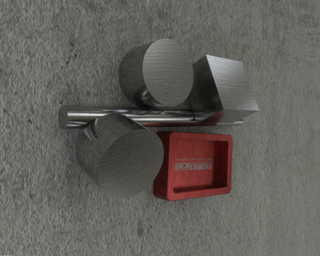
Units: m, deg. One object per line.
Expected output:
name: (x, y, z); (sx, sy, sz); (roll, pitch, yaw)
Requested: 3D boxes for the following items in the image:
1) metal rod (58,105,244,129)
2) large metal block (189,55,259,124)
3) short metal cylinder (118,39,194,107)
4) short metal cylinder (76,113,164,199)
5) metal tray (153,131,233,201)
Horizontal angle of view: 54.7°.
metal rod: (0.015, -0.014, 0.420); (0.302, 0.025, 0.025); (-1, 91, -40)
large metal block: (0.087, -0.053, 0.447); (0.081, 0.050, 0.080); (-1, 70, -40)
short metal cylinder: (-0.004, -0.066, 0.386); (0.081, 0.050, 0.080); (0, 89, -40)
short metal cylinder: (-0.043, 0.030, 0.338); (0.081, 0.050, 0.079); (-19, 123, -33)
metal tray: (0.052, 0.052, 0.445); (0.131, 0.030, 0.089); (4, 87, -40)
